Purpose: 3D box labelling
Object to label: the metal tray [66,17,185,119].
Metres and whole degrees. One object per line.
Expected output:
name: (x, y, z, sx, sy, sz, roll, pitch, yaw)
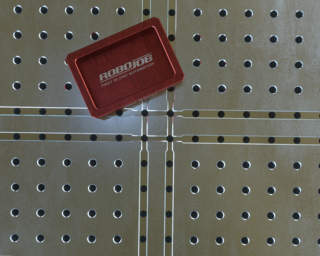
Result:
metal tray: (-0.044, -0.077, 0.410, 0.130, 0.030, 0.090, -24, 90, 0)
